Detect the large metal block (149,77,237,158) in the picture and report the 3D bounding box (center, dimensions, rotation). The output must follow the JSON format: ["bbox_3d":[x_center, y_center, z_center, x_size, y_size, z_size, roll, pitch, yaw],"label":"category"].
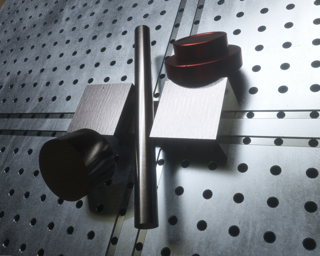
[{"bbox_3d":[0.043,-0.012,0.378,0.080,0.050,0.080,1,62,28],"label":"large metal block"}]

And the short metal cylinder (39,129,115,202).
[{"bbox_3d":[-0.105,0.045,0.392,0.080,0.050,0.079,9,109,27],"label":"short metal cylinder"}]

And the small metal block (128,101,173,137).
[{"bbox_3d":[-0.009,-0.009,0.419,0.050,0.025,0.050,1,62,28],"label":"small metal block"}]

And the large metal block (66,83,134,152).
[{"bbox_3d":[-0.073,-0.016,0.441,0.080,0.050,0.080,2,63,29],"label":"large metal block"}]

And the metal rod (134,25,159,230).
[{"bbox_3d":[-0.020,-0.024,0.400,0.025,0.025,0.299,-16,55,19],"label":"metal rod"}]

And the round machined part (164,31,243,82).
[{"bbox_3d":[0.053,-0.095,0.396,0.098,0.042,0.098,-11,24,5],"label":"round machined part"}]
